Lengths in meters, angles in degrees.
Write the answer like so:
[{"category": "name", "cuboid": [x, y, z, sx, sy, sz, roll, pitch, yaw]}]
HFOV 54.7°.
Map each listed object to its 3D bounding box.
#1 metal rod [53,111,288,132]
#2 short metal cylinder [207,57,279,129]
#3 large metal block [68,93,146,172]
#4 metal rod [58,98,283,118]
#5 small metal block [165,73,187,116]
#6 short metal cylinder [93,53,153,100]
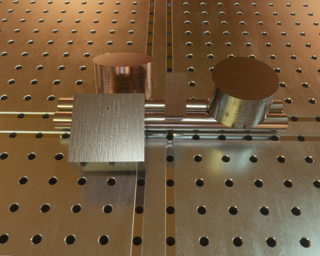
[{"category": "metal rod", "cuboid": [0.014, -0.009, 0.411, 0.302, 0.025, 0.025, 1, 50, 0]}, {"category": "short metal cylinder", "cuboid": [0.103, -0.046, 0.394, 0.081, 0.050, 0.080, 0, 50, 0]}, {"category": "large metal block", "cuboid": [-0.057, 0.006, 0.363, 0.081, 0.050, 0.080, 0, 70, -1]}, {"category": "metal rod", "cuboid": [0.014, -0.028, 0.427, 0.302, 0.025, 0.025, 1, 50, 0]}, {"category": "small metal block", "cuboid": [0.019, -0.043, 0.386, 0.025, 0.050, 0.050, 1, 8, 0]}, {"category": "short metal cylinder", "cuboid": [-0.050, -0.070, 0.427, 0.081, 0.050, 0.080, 1, 26, 0]}]
